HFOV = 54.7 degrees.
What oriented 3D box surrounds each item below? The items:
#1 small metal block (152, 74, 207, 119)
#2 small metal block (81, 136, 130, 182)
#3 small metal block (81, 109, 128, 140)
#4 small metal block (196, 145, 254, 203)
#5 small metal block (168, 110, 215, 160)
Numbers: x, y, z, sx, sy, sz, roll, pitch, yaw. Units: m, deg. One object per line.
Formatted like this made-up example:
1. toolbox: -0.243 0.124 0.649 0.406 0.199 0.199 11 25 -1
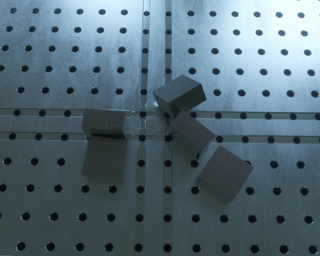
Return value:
1. small metal block: 0.025 -0.043 0.414 0.050 0.025 0.050 -31 33 -11
2. small metal block: -0.068 0.040 0.396 0.050 0.025 0.050 7 70 2
3. small metal block: -0.069 -0.002 0.398 0.050 0.050 0.025 4 70 1
4. small metal block: 0.081 0.058 0.392 0.050 0.025 0.050 34 73 11
5. small metal block: 0.039 0.010 0.395 0.050 0.050 0.025 39 75 12
